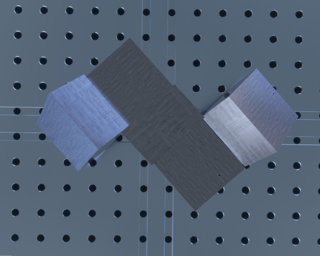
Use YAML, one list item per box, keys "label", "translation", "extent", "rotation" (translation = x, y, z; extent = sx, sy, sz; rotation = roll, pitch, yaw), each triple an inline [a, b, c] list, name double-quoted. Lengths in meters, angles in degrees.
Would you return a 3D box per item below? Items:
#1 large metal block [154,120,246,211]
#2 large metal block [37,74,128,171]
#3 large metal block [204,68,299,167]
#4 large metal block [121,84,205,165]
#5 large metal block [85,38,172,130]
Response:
- label: "large metal block"
  translation: [0.047, 0.045, 0.401]
  extent: [0.080, 0.050, 0.080]
  rotation: [-41, 89, 0]
- label: "large metal block"
  translation: [-0.096, -0.004, 0.378]
  extent: [0.080, 0.080, 0.050]
  rotation: [49, 51, 0]
- label: "large metal block"
  translation: [0.112, -0.014, 0.380]
  extent: [0.080, 0.050, 0.080]
  rotation: [49, 50, -1]
- label: "large metal block"
  translation: [0.003, -0.004, 0.385]
  extent: [0.080, 0.080, 0.050]
  rotation: [-42, 91, 0]
- label: "large metal block"
  translation: [-0.039, -0.054, 0.400]
  extent: [0.080, 0.050, 0.080]
  rotation: [-42, 91, 1]
